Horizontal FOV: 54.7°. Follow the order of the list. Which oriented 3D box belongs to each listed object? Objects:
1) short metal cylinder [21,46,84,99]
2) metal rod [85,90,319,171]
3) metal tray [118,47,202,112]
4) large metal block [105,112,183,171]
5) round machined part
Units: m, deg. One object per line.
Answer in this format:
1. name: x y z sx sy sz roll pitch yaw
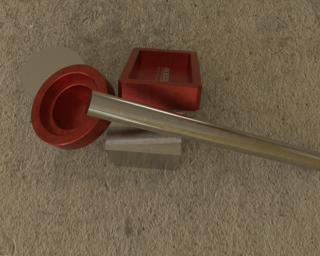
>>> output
1. short metal cylinder: -0.136 -0.062 0.417 0.081 0.050 0.080 0 70 0
2. metal rod: 0.070 0.010 0.344 0.302 0.025 0.025 14 69 -21
3. metal tray: 0.003 -0.066 0.391 0.091 0.030 0.130 4 31 1
4. large metal block: -0.017 0.016 0.374 0.081 0.080 0.050 4 70 1
5. round machined part: -0.095 -0.021 0.360 0.098 0.042 0.098 -7 68 18
